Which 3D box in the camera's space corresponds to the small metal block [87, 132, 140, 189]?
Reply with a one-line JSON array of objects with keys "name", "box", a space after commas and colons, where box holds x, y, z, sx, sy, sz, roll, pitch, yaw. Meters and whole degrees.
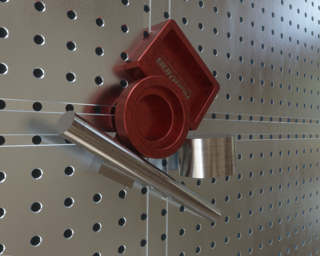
[{"name": "small metal block", "box": [-0.050, 0.039, 0.369, 0.050, 0.025, 0.050, 35, 68, -35]}]

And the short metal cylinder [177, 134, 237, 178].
[{"name": "short metal cylinder", "box": [0.064, 0.036, 0.428, 0.081, 0.080, 0.050, -5, 94, -40]}]

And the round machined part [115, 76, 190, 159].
[{"name": "round machined part", "box": [-0.013, -0.012, 0.379, 0.099, 0.042, 0.097, 0, 90, -38]}]

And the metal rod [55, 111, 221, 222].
[{"name": "metal rod", "box": [-0.001, 0.065, 0.384, 0.301, 0.025, 0.025, 39, 66, -43]}]

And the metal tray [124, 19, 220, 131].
[{"name": "metal tray", "box": [0.023, -0.069, 0.426, 0.130, 0.030, 0.090, 47, 61, -30]}]
